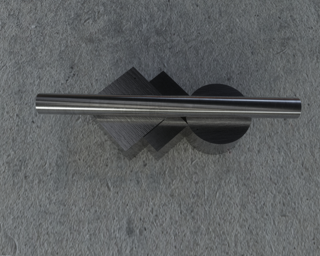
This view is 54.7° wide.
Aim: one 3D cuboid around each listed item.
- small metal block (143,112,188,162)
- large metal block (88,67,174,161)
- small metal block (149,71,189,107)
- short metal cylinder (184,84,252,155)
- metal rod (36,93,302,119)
[{"bbox_3d":[0.007,0.012,0.393,0.050,0.050,0.025,-40,75,-13],"label":"small metal block"},{"bbox_3d":[-0.037,-0.018,0.401,0.080,0.050,0.080,-40,75,-13],"label":"large metal block"},{"bbox_3d":[0.012,-0.040,0.411,0.025,0.050,0.050,-41,76,-13],"label":"small metal block"},{"bbox_3d":[0.071,-0.010,0.400,0.081,0.050,0.080,0,70,0],"label":"short metal cylinder"},{"bbox_3d":[0.010,-0.026,0.364,0.302,0.025,0.025,1,70,0],"label":"metal rod"}]
